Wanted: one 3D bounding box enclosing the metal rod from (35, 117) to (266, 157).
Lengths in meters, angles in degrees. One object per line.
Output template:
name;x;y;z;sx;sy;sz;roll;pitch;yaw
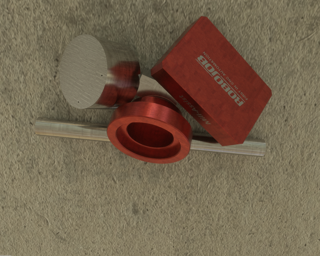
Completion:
metal rod;-0.010;0.013;0.416;0.302;0.025;0.025;6;110;-3

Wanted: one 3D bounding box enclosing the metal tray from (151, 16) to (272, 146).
metal tray;0.064;-0.052;0.362;0.130;0.030;0.090;43;66;-15

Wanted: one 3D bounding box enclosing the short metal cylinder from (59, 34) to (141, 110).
short metal cylinder;-0.069;-0.061;0.353;0.080;0.050;0.079;1;92;37

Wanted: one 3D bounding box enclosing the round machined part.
round machined part;-0.010;0.000;0.369;0.098;0.042;0.098;10;146;7

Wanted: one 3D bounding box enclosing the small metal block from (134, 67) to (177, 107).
small metal block;-0.002;-0.049;0.378;0.050;0.050;0.025;22;109;-8
